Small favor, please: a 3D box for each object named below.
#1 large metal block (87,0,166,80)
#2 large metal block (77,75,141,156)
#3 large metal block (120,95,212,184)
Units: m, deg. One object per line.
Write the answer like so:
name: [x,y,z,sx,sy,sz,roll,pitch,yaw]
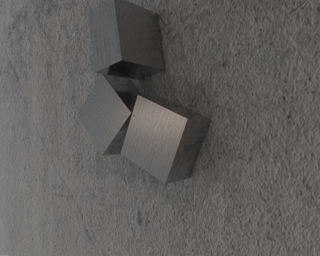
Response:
large metal block: [-0.042,-0.112,0.404,0.050,0.081,0.080,-13,82,39]
large metal block: [-0.063,-0.019,0.441,0.080,0.050,0.080,52,120,27]
large metal block: [0.006,0.011,0.384,0.080,0.050,0.079,29,108,36]
